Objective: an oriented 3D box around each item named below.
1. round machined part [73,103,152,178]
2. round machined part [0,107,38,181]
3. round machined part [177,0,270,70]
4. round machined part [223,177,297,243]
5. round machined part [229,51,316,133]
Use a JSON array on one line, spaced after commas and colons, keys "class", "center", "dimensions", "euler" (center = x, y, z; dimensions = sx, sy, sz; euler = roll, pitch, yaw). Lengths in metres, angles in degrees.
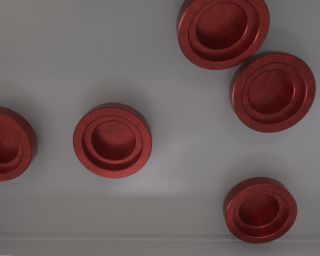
[{"class": "round machined part", "center": [-0.059, 0.013, 0.407], "dimensions": [0.099, 0.042, 0.097], "euler": [0, 110, 0]}, {"class": "round machined part", "center": [-0.210, 0.017, 0.407], "dimensions": [0.099, 0.042, 0.097], "euler": [0, 110, 0]}, {"class": "round machined part", "center": [0.067, -0.117, 0.347], "dimensions": [0.099, 0.042, 0.097], "euler": [-3, 135, -3]}, {"class": "round machined part", "center": [0.139, 0.113, 0.445], "dimensions": [0.099, 0.042, 0.097], "euler": [0, 110, 0]}, {"class": "round machined part", "center": [0.135, -0.047, 0.386], "dimensions": [0.099, 0.042, 0.097], "euler": [0, 110, 0]}]
